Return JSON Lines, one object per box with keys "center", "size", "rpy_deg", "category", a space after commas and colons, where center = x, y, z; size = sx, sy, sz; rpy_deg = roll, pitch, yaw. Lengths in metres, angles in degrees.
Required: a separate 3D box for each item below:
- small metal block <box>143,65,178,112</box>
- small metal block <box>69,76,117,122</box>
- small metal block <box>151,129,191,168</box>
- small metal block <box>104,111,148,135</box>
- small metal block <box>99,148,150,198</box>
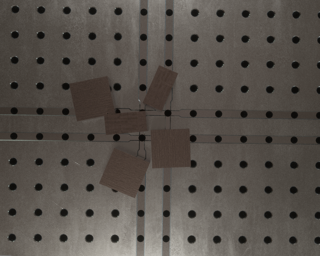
{"center": [0.000, -0.049, 0.401], "size": [0.025, 0.050, 0.050], "rpy_deg": [24, 90, 0], "category": "small metal block"}
{"center": [-0.088, -0.038, 0.412], "size": [0.050, 0.025, 0.050], "rpy_deg": [-12, 90, -1], "category": "small metal block"}
{"center": [0.014, 0.026, 0.414], "size": [0.050, 0.025, 0.050], "rpy_deg": [-2, 90, -1], "category": "small metal block"}
{"center": [-0.042, -0.006, 0.400], "size": [0.050, 0.050, 0.025], "rpy_deg": [-5, 90, -1], "category": "small metal block"}
{"center": [-0.046, 0.058, 0.413], "size": [0.050, 0.025, 0.050], "rpy_deg": [23, 90, -1], "category": "small metal block"}
